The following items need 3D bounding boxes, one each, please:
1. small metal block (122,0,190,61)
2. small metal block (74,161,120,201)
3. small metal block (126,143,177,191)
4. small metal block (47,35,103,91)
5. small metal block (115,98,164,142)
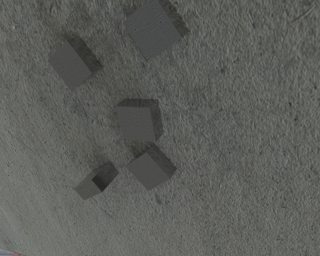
[{"bbox_3d":[-0.004,-0.111,0.341,0.050,0.025,0.050,-27,104,37],"label":"small metal block"},{"bbox_3d":[-0.101,0.084,0.496,0.050,0.050,0.025,-29,102,37],"label":"small metal block"},{"bbox_3d":[-0.013,0.057,0.449,0.050,0.025,0.050,48,129,-6],"label":"small metal block"},{"bbox_3d":[-0.113,-0.086,0.413,0.050,0.025,0.050,-29,103,37],"label":"small metal block"},{"bbox_3d":[-0.026,-0.011,0.414,0.050,0.025,0.050,4,121,26],"label":"small metal block"}]
